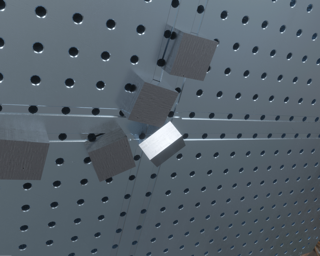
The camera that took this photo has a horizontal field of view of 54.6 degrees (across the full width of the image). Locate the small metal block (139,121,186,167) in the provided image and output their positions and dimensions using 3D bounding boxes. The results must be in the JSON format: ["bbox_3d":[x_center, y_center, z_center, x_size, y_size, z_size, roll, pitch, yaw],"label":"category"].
[{"bbox_3d":[0.004,0.023,0.413,0.050,0.025,0.050,-37,160,-3],"label":"small metal block"}]

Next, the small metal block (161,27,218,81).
[{"bbox_3d":[0.035,-0.088,0.375,0.050,0.025,0.050,5,116,-31],"label":"small metal block"}]

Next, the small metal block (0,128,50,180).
[{"bbox_3d":[-0.155,0.030,0.344,0.050,0.025,0.050,7,115,-32],"label":"small metal block"}]

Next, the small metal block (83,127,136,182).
[{"bbox_3d":[-0.064,0.034,0.397,0.050,0.025,0.050,-22,127,-15],"label":"small metal block"}]

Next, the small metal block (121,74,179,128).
[{"bbox_3d":[-0.013,-0.032,0.384,0.050,0.025,0.050,14,111,-34],"label":"small metal block"}]
